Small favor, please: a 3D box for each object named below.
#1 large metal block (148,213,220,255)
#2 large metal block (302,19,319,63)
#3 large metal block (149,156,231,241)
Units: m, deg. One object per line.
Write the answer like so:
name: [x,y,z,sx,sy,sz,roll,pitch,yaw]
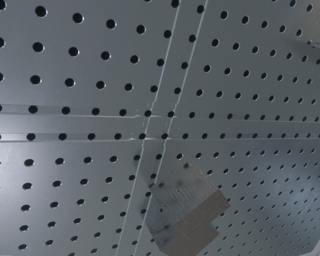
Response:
large metal block: [0.041,0.174,0.524,0.080,0.050,0.080,-43,129,1]
large metal block: [0.274,-0.135,0.460,0.080,0.050,0.080,26,104,-37]
large metal block: [0.043,0.103,0.462,0.080,0.080,0.050,-38,129,-3]
